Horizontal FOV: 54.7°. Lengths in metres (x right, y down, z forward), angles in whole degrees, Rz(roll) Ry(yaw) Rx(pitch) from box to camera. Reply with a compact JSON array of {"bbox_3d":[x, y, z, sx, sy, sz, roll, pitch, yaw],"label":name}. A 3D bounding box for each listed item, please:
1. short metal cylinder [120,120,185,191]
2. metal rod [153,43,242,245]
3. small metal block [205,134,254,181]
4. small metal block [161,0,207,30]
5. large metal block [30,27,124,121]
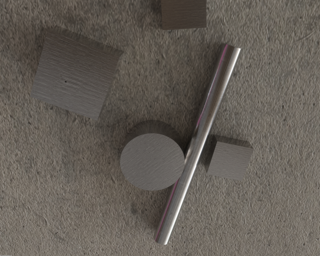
[{"bbox_3d":[-0.010,0.035,0.409,0.081,0.050,0.079,0,110,-1],"label":"short metal cylinder"},{"bbox_3d":[0.045,0.035,0.423,0.025,0.025,0.298,16,109,-6],"label":"metal rod"},{"bbox_3d":[0.094,0.041,0.426,0.050,0.025,0.050,12,110,-5],"label":"small metal block"},{"bbox_3d":[0.027,-0.141,0.358,0.050,0.025,0.050,-4,110,1],"label":"small metal block"},{"bbox_3d":[-0.097,-0.066,0.371,0.080,0.050,0.079,20,109,-8],"label":"large metal block"}]
